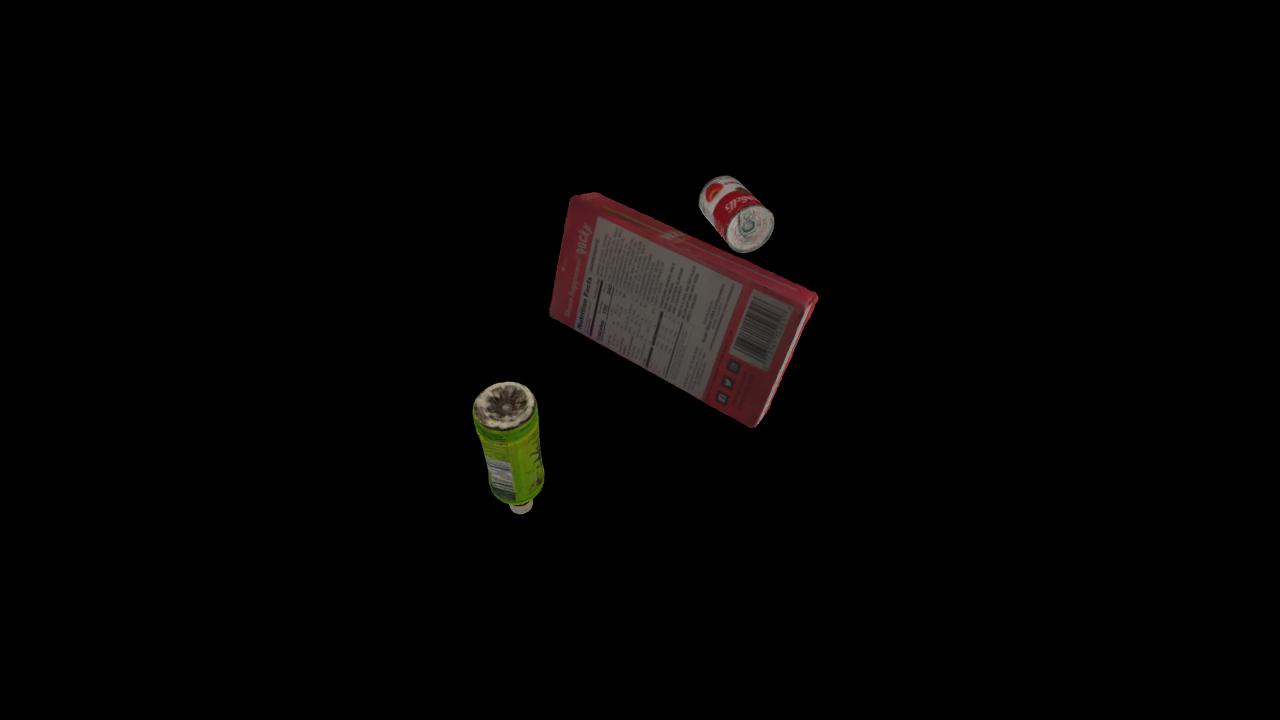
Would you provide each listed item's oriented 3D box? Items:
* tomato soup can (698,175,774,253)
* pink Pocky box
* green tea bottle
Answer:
[{"bbox_3d":[0.127,-0.197,0.824,0.068,0.068,0.101,0,38,-22],"label":"tomato soup can"},{"bbox_3d":[0.018,-0.033,0.366,0.155,0.084,0.029,29,34,20],"label":"pink Pocky box"},{"bbox_3d":[-0.150,0.117,0.726,0.073,0.073,0.212,0,-43,-7],"label":"green tea bottle"}]
